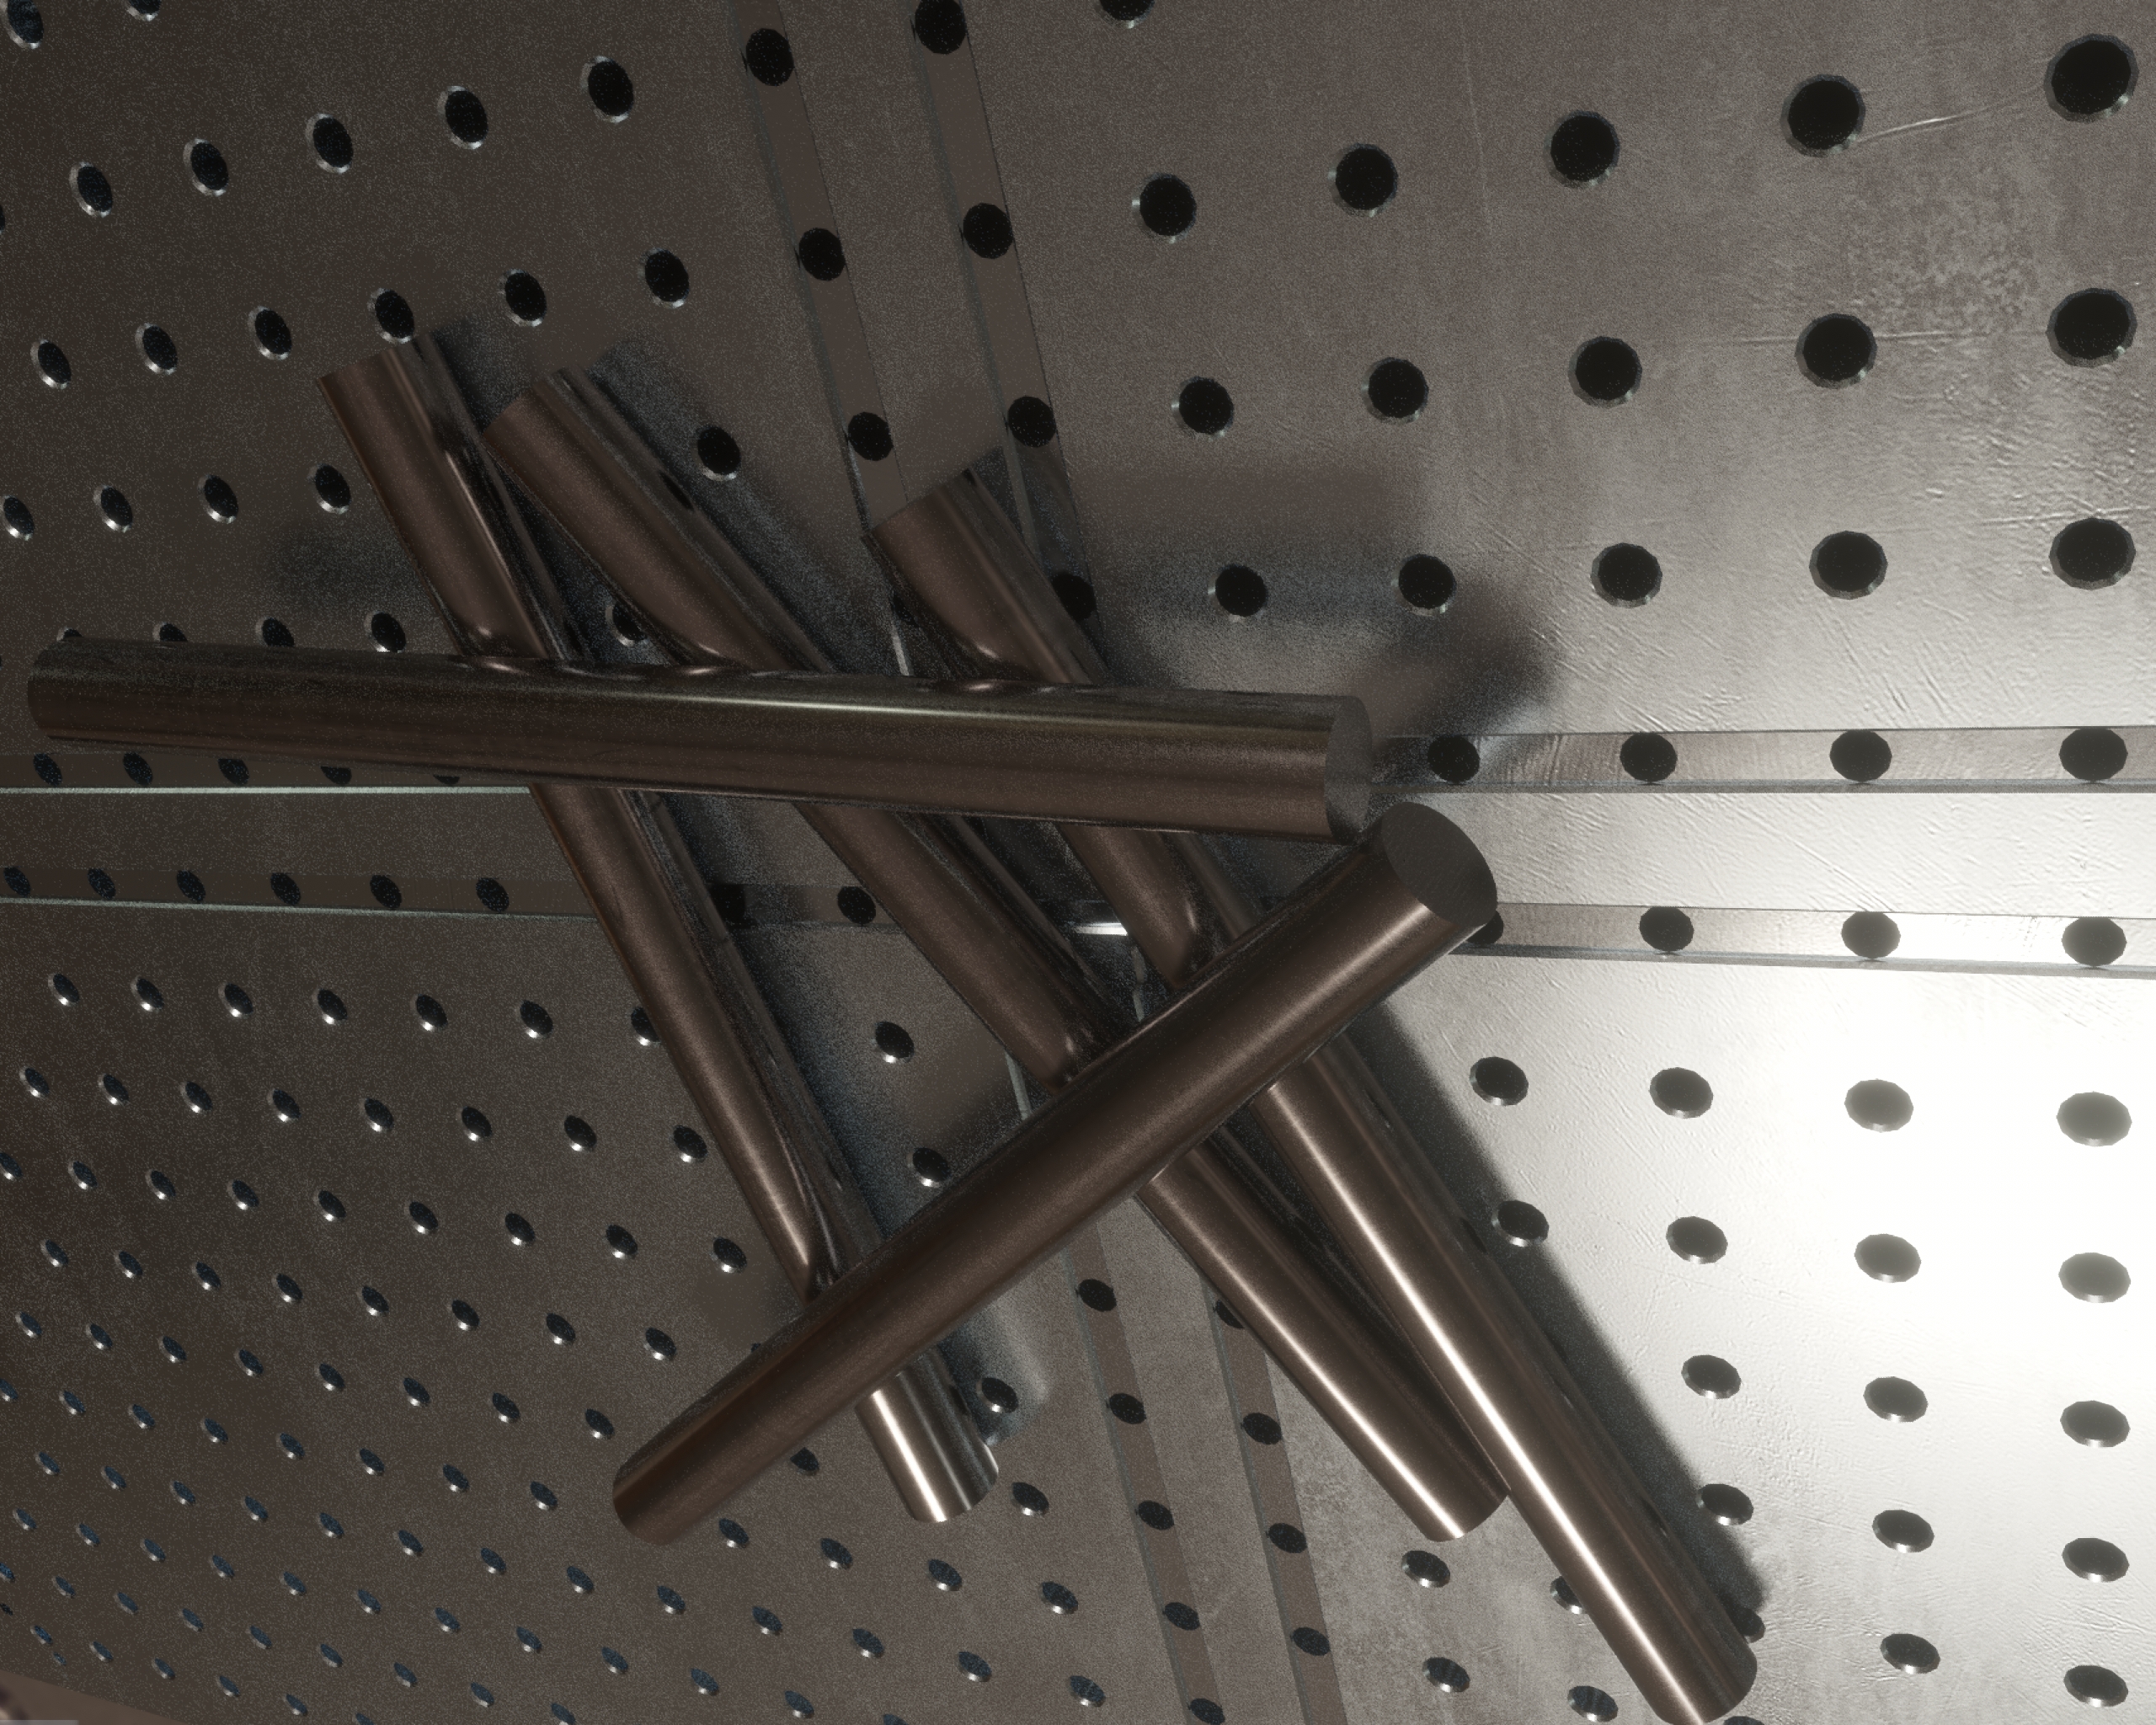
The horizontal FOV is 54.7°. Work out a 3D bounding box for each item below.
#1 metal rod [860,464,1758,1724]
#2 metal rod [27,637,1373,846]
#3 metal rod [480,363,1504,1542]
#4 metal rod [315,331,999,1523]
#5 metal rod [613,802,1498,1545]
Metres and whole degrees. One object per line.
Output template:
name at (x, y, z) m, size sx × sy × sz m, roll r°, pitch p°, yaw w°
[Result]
metal rod at (0.052, 0.054, 0.416) m, size 0.025 × 0.025 × 0.299 m, roll -25°, pitch 105°, yaw 36°
metal rod at (-0.091, -0.027, 0.408) m, size 0.301 × 0.025 × 0.025 m, roll 5°, pitch 121°, yaw 25°
metal rod at (-0.012, 0.023, 0.430) m, size 0.025 × 0.025 × 0.300 m, roll -34°, pitch 100°, yaw 38°
metal rod at (-0.087, 0.027, 0.471) m, size 0.025 × 0.025 × 0.299 m, roll -10°, pitch 114°, yaw 32°
metal rod at (-0.023, 0.081, 0.439) m, size 0.025 × 0.025 × 0.299 m, roll 44°, pitch 129°, yaw -3°
